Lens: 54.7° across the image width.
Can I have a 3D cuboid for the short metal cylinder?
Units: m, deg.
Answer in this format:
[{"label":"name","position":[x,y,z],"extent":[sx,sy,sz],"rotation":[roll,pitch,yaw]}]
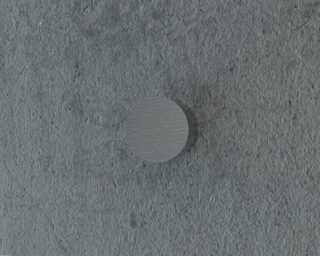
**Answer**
[{"label":"short metal cylinder","position":[0.004,0.002,0.395],"extent":[0.080,0.050,0.079],"rotation":[0,90,19]}]
